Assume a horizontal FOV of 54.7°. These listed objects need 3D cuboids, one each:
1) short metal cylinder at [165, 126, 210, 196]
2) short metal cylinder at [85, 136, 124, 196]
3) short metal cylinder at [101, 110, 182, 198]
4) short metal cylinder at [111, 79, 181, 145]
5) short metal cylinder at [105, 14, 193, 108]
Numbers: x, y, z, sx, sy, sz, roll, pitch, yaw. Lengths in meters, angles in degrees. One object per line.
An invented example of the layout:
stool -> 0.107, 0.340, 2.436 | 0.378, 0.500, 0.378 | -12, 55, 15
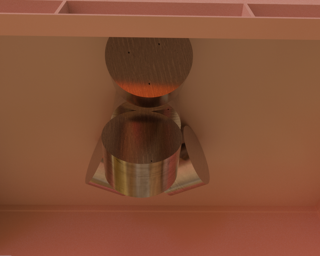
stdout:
short metal cylinder -> 0.026, 0.043, 0.408 | 0.050, 0.080, 0.080 | -22, 127, 18
short metal cylinder -> -0.058, 0.043, 0.406 | 0.050, 0.080, 0.080 | 23, 126, -18
short metal cylinder -> -0.019, 0.025, 0.326 | 0.081, 0.080, 0.050 | 2, 130, -2
short metal cylinder -> -0.016, -0.018, 0.373 | 0.081, 0.050, 0.079 | 0, 130, 0
short metal cylinder -> -0.011, -0.064, 0.308 | 0.081, 0.080, 0.050 | 3, 173, -3
